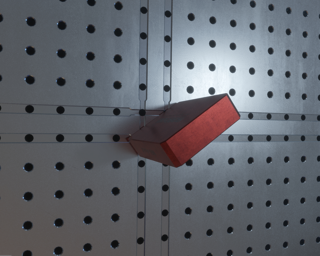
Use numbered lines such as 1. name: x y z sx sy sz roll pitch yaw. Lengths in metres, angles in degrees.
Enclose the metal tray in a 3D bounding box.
1. metal tray: 0.022 0.001 0.366 0.090 0.130 0.030 -36 102 -17
